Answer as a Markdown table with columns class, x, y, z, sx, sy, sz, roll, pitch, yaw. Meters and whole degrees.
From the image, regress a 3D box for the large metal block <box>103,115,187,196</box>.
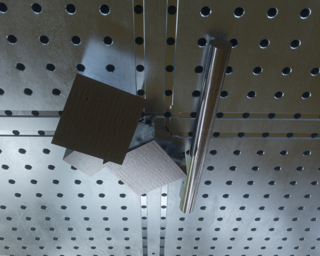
| class | x | y | z | sx | sy | sz | roll | pitch | yaw |
| --- | --- | --- | --- | --- | --- | --- | --- | --- | --- |
| large metal block | -0.019 | 0.040 | 0.429 | 0.080 | 0.050 | 0.080 | -26 | 126 | 20 |

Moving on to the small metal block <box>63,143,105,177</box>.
| class | x | y | z | sx | sy | sz | roll | pitch | yaw |
| --- | --- | --- | --- | --- | --- | --- | --- | --- | --- |
| small metal block | -0.100 | 0.037 | 0.442 | 0.050 | 0.025 | 0.050 | -35 | 122 | 26 |

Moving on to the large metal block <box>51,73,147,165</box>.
| class | x | y | z | sx | sy | sz | roll | pitch | yaw |
| --- | --- | --- | --- | --- | --- | --- | --- | --- | --- |
| large metal block | -0.071 | -0.012 | 0.361 | 0.080 | 0.050 | 0.080 | 20 | 94 | -17 |

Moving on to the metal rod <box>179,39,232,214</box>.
| class | x | y | z | sx | sy | sz | roll | pitch | yaw |
| --- | --- | --- | --- | --- | --- | --- | --- | --- | --- |
| metal rod | 0.056 | 0.022 | 0.431 | 0.025 | 0.025 | 0.298 | 3 | 130 | -3 |
